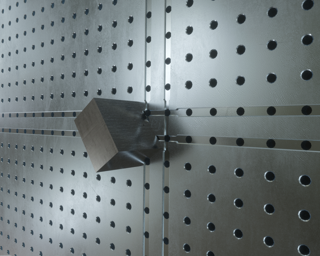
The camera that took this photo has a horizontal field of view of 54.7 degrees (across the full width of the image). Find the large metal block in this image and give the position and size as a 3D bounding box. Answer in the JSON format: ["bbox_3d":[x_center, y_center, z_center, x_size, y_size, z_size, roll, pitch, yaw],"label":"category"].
[{"bbox_3d":[-0.056,0.009,0.417,0.050,0.081,0.080,-42,65,32],"label":"large metal block"}]
